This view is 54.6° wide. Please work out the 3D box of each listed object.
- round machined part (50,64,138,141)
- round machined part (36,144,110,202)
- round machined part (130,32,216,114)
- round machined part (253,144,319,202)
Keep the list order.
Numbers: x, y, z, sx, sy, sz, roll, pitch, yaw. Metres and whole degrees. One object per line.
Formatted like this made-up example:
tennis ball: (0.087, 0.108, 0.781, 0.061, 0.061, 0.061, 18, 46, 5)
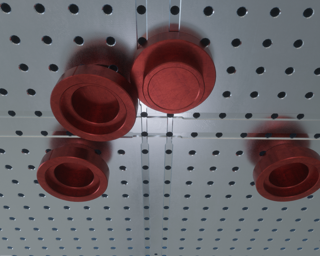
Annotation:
round machined part: (-0.074, -0.033, 0.368, 0.098, 0.042, 0.097, 2, 132, 3)
round machined part: (-0.123, 0.061, 0.451, 0.099, 0.042, 0.097, 0, 130, 0)
round machined part: (0.015, -0.055, 0.354, 0.099, 0.042, 0.097, 0, 130, 0)
round machined part: (0.185, 0.061, 0.454, 0.099, 0.042, 0.097, 0, 130, 0)
